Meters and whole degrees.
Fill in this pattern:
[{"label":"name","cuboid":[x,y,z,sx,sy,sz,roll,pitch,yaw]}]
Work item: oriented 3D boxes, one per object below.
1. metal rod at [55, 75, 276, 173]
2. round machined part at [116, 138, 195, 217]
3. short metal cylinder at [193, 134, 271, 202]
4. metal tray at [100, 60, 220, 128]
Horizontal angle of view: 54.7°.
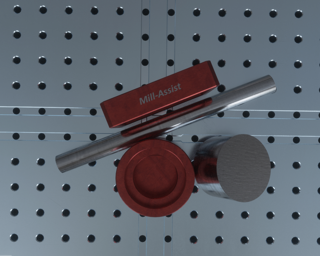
[{"label":"metal rod","cuboid":[0.008,-0.006,0.413,0.301,0.025,0.025,-21,90,0]},{"label":"round machined part","cuboid":[-0.006,0.062,0.405,0.099,0.042,0.097,0,90,0]},{"label":"short metal cylinder","cuboid":[0.089,0.049,0.387,0.081,0.050,0.080,3,84,-25]},{"label":"metal tray","cuboid":[0.000,-0.037,0.380,0.131,0.090,0.030,-22,90,0]}]
